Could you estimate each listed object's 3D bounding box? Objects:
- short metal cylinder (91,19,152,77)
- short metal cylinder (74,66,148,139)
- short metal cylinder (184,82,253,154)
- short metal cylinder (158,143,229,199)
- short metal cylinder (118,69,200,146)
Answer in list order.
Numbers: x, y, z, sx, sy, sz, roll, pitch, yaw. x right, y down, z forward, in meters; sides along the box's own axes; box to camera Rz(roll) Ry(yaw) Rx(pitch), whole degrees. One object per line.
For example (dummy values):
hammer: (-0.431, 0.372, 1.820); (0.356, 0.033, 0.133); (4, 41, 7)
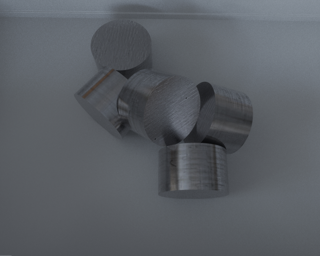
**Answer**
short metal cylinder: (-0.051, -0.103, 0.433); (0.081, 0.050, 0.080); (0, 70, 0)
short metal cylinder: (-0.060, -0.031, 0.391); (0.080, 0.080, 0.050); (39, 75, 13)
short metal cylinder: (0.067, -0.011, 0.378); (0.050, 0.080, 0.080); (12, 69, -21)
short metal cylinder: (0.038, 0.053, 0.361); (0.080, 0.080, 0.050); (0, 70, 0)
short metal cylinder: (0.000, -0.025, 0.356); (0.080, 0.080, 0.050); (-48, 41, -15)
